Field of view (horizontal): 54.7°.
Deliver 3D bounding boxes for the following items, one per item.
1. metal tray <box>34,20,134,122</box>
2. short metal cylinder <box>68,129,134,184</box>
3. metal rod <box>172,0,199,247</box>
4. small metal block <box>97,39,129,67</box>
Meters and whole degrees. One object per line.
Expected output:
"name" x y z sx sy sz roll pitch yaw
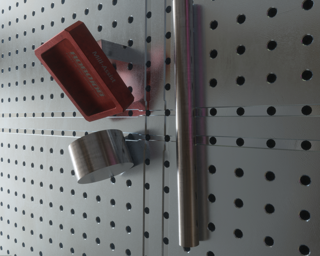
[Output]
"metal tray" -0.107 -0.074 0.441 0.090 0.030 0.130 -13 120 41
"short metal cylinder" -0.084 0.041 0.440 0.080 0.081 0.050 -33 70 35
"metal rod" 0.032 -0.008 0.381 0.025 0.025 0.298 -2 88 39
"small metal block" -0.083 -0.107 0.459 0.050 0.050 0.025 -7 86 39
